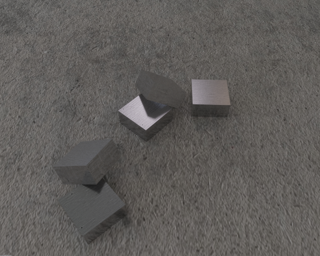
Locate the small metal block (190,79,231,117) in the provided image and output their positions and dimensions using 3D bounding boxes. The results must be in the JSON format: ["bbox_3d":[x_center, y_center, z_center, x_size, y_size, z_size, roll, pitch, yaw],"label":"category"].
[{"bbox_3d":[0.070,-0.042,0.439,0.050,0.025,0.050,2,50,1],"label":"small metal block"}]

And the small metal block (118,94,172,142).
[{"bbox_3d":[-0.019,-0.016,0.417,0.050,0.025,0.050,35,58,25],"label":"small metal block"}]

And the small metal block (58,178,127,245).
[{"bbox_3d":[-0.071,0.085,0.331,0.050,0.025,0.050,-33,58,-25],"label":"small metal block"}]

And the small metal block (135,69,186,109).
[{"bbox_3d":[0.000,-0.054,0.425,0.050,0.025,0.050,14,22,-30],"label":"small metal block"}]

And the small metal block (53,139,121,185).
[{"bbox_3d":[-0.081,0.038,0.350,0.050,0.025,0.050,-6,28,31],"label":"small metal block"}]
